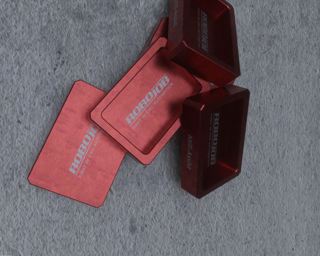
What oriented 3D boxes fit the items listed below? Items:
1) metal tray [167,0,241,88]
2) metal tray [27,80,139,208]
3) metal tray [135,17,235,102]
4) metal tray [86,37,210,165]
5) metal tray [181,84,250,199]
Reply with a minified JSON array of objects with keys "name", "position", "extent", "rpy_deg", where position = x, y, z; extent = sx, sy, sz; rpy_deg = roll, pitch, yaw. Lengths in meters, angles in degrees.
[{"name":"metal tray","position":[0.056,-0.125,0.393],"extent":[0.091,0.030,0.130],"rpy_deg":[22,55,-29]},{"name":"metal tray","position":[-0.088,0.019,0.375],"extent":[0.090,0.030,0.130],"rpy_deg":[26,81,-19]},{"name":"metal tray","position":[0.036,-0.076,0.422],"extent":[0.131,0.030,0.090],"rpy_deg":[28,81,-18]},{"name":"metal tray","position":[-0.011,-0.032,0.372],"extent":[0.090,0.030,0.130],"rpy_deg":[43,76,-15]},{"name":"metal tray","position":[0.070,0.017,0.398],"extent":[0.091,0.030,0.129],"rpy_deg":[-21,122,-35]}]
